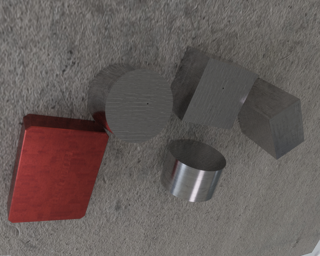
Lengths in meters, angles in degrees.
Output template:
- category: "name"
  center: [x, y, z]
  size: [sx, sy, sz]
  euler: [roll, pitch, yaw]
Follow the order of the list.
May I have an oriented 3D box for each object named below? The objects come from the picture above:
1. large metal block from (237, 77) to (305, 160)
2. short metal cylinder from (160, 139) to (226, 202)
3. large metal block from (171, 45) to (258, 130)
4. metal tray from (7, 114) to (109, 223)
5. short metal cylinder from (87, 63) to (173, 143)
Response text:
- category: "large metal block"
  center: [0.155, -0.015, 0.447]
  size: [0.050, 0.080, 0.080]
  euler: [-33, 129, -7]
- category: "short metal cylinder"
  center: [0.045, 0.057, 0.432]
  size: [0.081, 0.080, 0.050]
  euler: [1, 118, -29]
- category: "large metal block"
  center: [0.064, -0.049, 0.395]
  size: [0.081, 0.050, 0.079]
  euler: [9, 114, -33]
- category: "metal tray"
  center: [-0.123, 0.051, 0.368]
  size: [0.091, 0.030, 0.129]
  euler: [6, 115, -31]
- category: "short metal cylinder"
  center: [-0.033, -0.029, 0.344]
  size: [0.081, 0.050, 0.079]
  euler: [-12, 113, -30]
